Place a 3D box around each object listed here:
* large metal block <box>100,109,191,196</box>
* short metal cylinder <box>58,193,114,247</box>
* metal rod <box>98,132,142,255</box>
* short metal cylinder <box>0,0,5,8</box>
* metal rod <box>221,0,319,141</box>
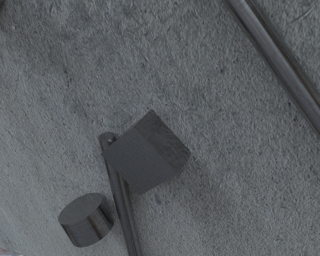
[{"bbox_3d":[-0.020,0.034,0.422,0.080,0.050,0.080,48,129,-6],"label":"large metal block"},{"bbox_3d":[-0.126,0.157,0.535,0.080,0.080,0.050,-9,114,32],"label":"short metal cylinder"},{"bbox_3d":[-0.060,0.142,0.526,0.025,0.025,0.298,6,121,25],"label":"metal rod"},{"bbox_3d":[-0.254,-0.191,0.406,0.080,0.050,0.079,13,124,21],"label":"short metal cylinder"},{"bbox_3d":[0.130,-0.051,0.306,0.025,0.025,0.300,-32,101,38],"label":"metal rod"}]
